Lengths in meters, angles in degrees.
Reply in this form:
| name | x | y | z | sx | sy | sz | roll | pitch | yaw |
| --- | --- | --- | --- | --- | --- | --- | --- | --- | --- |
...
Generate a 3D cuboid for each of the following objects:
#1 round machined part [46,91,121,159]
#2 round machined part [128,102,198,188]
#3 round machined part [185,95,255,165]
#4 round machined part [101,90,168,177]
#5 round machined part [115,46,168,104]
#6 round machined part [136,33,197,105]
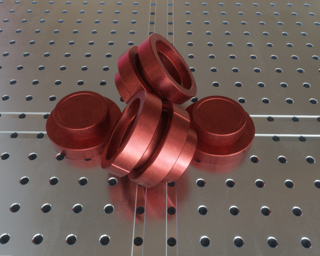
| name | x | y | z | sx | sy | sz | roll | pitch | yaw |
| --- | --- | --- | --- | --- | --- | --- | --- | --- | --- |
| round machined part | -0.099 | -0.011 | 0.405 | 0.099 | 0.042 | 0.098 | 0 | 50 | 0 |
| round machined part | 0.006 | 0.023 | 0.353 | 0.042 | 0.098 | 0.098 | 29 | 48 | -18 |
| round machined part | 0.074 | -0.004 | 0.401 | 0.099 | 0.042 | 0.098 | 0 | 50 | 0 |
| round machined part | -0.023 | 0.010 | 0.346 | 0.042 | 0.098 | 0.098 | 28 | 48 | -18 |
| round machined part | -0.023 | -0.059 | 0.425 | 0.042 | 0.098 | 0.098 | -32 | 45 | 26 |
| round machined part | 0.003 | -0.073 | 0.413 | 0.042 | 0.098 | 0.098 | -32 | 45 | 26 |
